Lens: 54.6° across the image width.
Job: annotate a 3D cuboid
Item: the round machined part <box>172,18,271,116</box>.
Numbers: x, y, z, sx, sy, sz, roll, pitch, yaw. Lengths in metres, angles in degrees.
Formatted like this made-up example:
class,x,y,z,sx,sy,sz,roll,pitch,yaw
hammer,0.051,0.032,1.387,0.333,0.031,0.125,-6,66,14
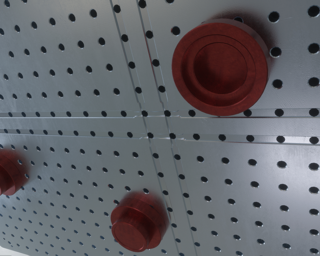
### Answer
class,x,y,z,sx,sy,sz,roll,pitch,yaw
round machined part,0.065,-0.065,0.326,0.098,0.042,0.097,13,124,21

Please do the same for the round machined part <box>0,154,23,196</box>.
class,x,y,z,sx,sy,sz,roll,pitch,yaw
round machined part,-0.339,0.103,0.644,0.098,0.042,0.097,13,124,21

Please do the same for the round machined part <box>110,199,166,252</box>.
class,x,y,z,sx,sy,sz,roll,pitch,yaw
round machined part,-0.043,0.172,0.530,0.098,0.042,0.097,13,124,21
